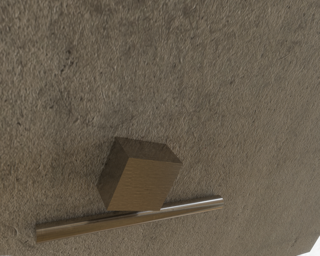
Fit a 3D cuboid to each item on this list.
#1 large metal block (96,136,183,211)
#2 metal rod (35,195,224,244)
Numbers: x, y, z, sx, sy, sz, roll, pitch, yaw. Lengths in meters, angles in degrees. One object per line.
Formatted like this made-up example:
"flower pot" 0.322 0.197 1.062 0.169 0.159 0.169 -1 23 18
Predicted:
"large metal block" -0.029 0.063 0.416 0.081 0.050 0.079 11 113 -33
"metal rod" -0.029 0.134 0.475 0.303 0.025 0.025 -2 119 -28
